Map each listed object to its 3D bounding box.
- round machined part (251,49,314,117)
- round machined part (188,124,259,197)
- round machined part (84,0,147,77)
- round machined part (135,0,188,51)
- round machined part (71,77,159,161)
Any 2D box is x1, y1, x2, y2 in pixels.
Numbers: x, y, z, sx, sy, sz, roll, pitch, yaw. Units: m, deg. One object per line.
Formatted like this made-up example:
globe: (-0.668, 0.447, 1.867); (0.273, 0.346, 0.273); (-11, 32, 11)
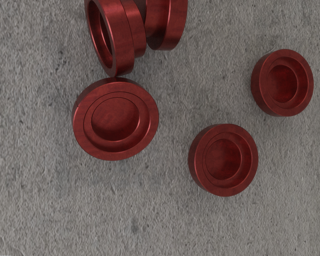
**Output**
round machined part: (0.177, -0.065, 0.465); (0.099, 0.042, 0.097); (0, 90, -20)
round machined part: (0.083, 0.043, 0.431); (0.099, 0.042, 0.097); (0, 90, -20)
round machined part: (-0.048, -0.110, 0.352); (0.042, 0.098, 0.097); (-20, 97, -19)
round machined part: (-0.007, -0.142, 0.368); (0.042, 0.098, 0.097); (-4, 91, -20)
round machined part: (-0.054, -0.014, 0.367); (0.099, 0.042, 0.097); (-9, 117, -18)
